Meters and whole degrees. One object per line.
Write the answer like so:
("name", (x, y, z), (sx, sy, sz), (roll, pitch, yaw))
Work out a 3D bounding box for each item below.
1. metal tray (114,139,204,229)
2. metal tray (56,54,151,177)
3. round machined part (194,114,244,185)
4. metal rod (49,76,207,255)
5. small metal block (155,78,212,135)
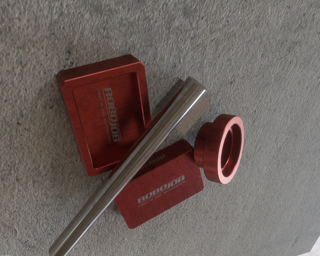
("metal tray", (-0.004, 0.083, 0.455), (0.131, 0.030, 0.090), (-26, 128, -12))
("metal tray", (-0.058, -0.012, 0.365), (0.091, 0.030, 0.129), (-19, 126, -18))
("round machined part", (0.082, 0.028, 0.441), (0.099, 0.042, 0.097), (-24, 119, -53))
("metal rod", (-0.050, 0.061, 0.379), (0.025, 0.025, 0.299), (26, 112, -38))
("small metal block", (0.028, -0.028, 0.390), (0.050, 0.050, 0.025), (-49, 129, 6))
